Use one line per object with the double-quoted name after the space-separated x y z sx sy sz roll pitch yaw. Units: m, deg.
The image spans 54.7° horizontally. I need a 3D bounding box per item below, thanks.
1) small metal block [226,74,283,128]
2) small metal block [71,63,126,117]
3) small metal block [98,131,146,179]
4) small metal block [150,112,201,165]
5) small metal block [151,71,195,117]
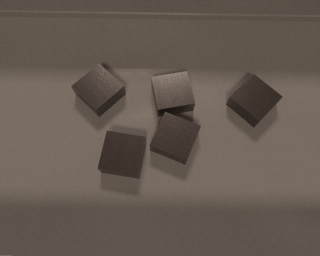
0.129 -0.038 0.425 0.050 0.025 0.050 43 75 13 "small metal block"
-0.084 -0.052 0.428 0.050 0.025 0.050 43 75 13 "small metal block"
-0.047 0.034 0.397 0.050 0.025 0.050 9 70 3 "small metal block"
0.020 0.013 0.405 0.050 0.025 0.050 22 71 7 "small metal block"
0.017 -0.047 0.427 0.050 0.025 0.050 -10 70 -4 "small metal block"
